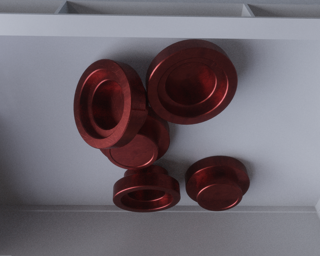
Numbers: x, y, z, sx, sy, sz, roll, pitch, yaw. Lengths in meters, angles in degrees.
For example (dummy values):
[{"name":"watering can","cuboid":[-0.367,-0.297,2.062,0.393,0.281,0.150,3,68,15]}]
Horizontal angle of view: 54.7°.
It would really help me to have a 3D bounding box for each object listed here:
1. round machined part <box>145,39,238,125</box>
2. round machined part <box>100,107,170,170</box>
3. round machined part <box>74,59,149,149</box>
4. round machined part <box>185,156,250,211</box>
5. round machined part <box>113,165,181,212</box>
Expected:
[{"name":"round machined part","cuboid":[0.033,-0.054,0.347,0.099,0.042,0.097,-4,130,-5]},{"name":"round machined part","cuboid":[-0.036,0.018,0.413,0.099,0.042,0.097,0,130,0]},{"name":"round machined part","cuboid":[-0.051,-0.026,0.351,0.042,0.098,0.098,2,142,-50]},{"name":"round machined part","cuboid":[0.089,0.091,0.476,0.099,0.042,0.097,0,130,0]},{"name":"round machined part","cuboid":[-0.020,0.088,0.463,0.099,0.042,0.098,-3,144,-2]}]
